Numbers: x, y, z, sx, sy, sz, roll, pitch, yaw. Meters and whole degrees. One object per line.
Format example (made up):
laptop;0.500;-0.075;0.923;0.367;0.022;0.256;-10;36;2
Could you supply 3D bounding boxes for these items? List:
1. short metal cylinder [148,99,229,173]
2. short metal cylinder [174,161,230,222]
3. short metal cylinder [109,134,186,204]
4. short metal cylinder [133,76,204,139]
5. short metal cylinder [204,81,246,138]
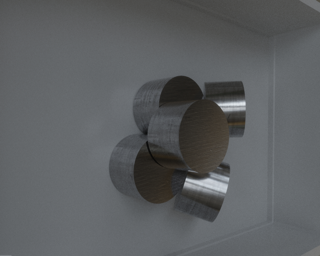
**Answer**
short metal cylinder;0.033;0.009;0.351;0.081;0.050;0.079;0;90;-40
short metal cylinder;0.054;0.077;0.408;0.050;0.080;0.080;18;75;3
short metal cylinder;-0.014;0.048;0.379;0.081;0.050;0.079;0;90;-40
short metal cylinder;0.013;-0.025;0.401;0.081;0.050;0.079;0;90;-40
short metal cylinder;0.089;-0.026;0.438;0.080;0.050;0.079;-3;92;-84
